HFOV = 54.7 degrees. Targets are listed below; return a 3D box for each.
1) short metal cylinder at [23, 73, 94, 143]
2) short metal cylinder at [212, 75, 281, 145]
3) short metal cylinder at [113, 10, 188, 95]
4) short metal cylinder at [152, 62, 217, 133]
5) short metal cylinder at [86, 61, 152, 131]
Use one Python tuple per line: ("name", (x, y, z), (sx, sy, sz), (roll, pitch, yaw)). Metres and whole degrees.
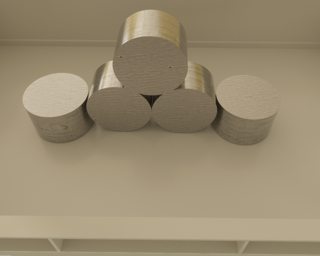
("short metal cylinder", (-0.131, -0.027, 0.409), (0.080, 0.050, 0.080), (0, 50, 0))
("short metal cylinder", (0.111, -0.025, 0.408), (0.080, 0.050, 0.080), (0, 50, 0))
("short metal cylinder", (-0.010, -0.083, 0.347), (0.080, 0.080, 0.050), (1, 50, 1))
("short metal cylinder", (0.031, -0.038, 0.399), (0.080, 0.080, 0.050), (1, 50, 1))
("short metal cylinder", (-0.050, -0.040, 0.400), (0.080, 0.080, 0.050), (1, 50, 1))
